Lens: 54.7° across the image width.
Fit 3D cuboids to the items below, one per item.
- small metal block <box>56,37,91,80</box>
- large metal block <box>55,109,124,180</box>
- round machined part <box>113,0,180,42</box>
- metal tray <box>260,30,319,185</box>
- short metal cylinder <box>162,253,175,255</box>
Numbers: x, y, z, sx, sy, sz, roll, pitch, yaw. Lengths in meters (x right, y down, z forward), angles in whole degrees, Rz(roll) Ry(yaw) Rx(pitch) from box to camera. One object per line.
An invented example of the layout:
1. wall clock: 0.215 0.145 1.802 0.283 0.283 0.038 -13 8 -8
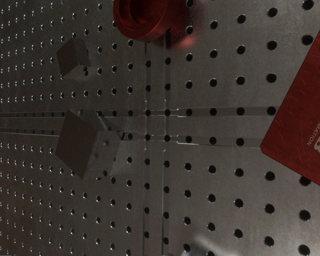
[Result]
1. small metal block: -0.148 -0.117 0.528 0.050 0.025 0.050 -25 75 37
2. large metal block: -0.111 0.023 0.482 0.080 0.050 0.079 31 109 35
3. round machined part: -0.013 -0.162 0.407 0.098 0.042 0.097 0 90 39
4. metal tray: 0.160 -0.015 0.274 0.090 0.030 0.129 34 111 34
5. short metal cylinder: 0.011 0.198 0.363 0.050 0.081 0.079 25 106 37
